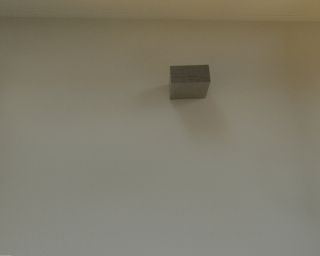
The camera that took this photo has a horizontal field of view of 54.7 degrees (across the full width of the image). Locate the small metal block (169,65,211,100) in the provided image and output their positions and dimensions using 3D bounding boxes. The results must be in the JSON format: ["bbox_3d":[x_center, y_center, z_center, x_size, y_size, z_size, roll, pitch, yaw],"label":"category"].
[{"bbox_3d":[0.038,-0.061,0.419,0.050,0.050,0.025,-2,70,-1],"label":"small metal block"}]
